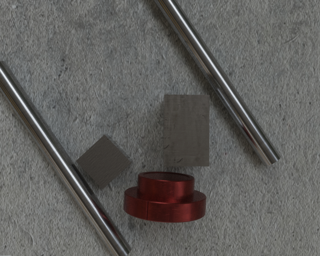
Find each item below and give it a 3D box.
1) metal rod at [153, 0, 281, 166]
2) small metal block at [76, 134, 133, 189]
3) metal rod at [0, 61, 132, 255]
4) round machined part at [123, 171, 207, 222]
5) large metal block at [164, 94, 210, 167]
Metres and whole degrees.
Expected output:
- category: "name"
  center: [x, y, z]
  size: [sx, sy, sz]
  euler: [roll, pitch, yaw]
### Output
- category: "metal rod"
  center: [0.066, -0.080, 0.410]
  size: [0.025, 0.025, 0.299]
  euler: [-34, 90, 0]
- category: "small metal block"
  center: [-0.072, 0.043, 0.409]
  size: [0.050, 0.025, 0.050]
  euler: [-43, 91, 0]
- category: "metal rod"
  center: [-0.131, 0.043, 0.408]
  size: [0.025, 0.025, 0.299]
  euler: [-34, 90, 0]
- category: "round machined part"
  center: [0.007, 0.078, 0.374]
  size: [0.099, 0.098, 0.042]
  euler: [3, 90, -1]
- category: "large metal block"
  center: [0.029, 0.003, 0.383]
  size: [0.050, 0.080, 0.079]
  euler: [0, 90, 0]
